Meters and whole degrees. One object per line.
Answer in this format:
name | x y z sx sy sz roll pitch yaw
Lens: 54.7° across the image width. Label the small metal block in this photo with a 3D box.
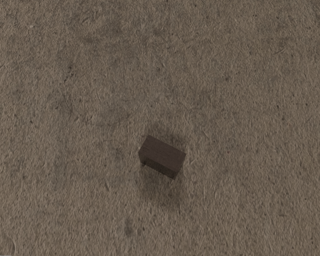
small metal block | 0.003 0.037 0.381 0.050 0.050 0.025 27 72 9
